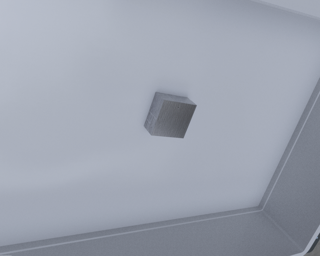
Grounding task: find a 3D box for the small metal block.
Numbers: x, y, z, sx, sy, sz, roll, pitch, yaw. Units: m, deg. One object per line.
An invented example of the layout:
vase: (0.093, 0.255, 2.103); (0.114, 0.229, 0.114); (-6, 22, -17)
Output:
small metal block: (0.013, -0.016, 0.405); (0.050, 0.025, 0.050); (6, 115, -31)
